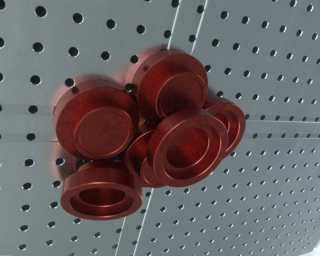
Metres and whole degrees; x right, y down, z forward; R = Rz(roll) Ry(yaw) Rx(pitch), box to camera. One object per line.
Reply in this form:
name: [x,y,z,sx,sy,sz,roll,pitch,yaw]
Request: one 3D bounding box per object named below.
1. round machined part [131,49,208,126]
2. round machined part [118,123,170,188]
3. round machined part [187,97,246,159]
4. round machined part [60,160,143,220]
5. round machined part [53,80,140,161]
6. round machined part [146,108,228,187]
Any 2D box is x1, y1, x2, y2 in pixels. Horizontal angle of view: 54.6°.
round machined part: [0.018,-0.043,0.382,0.099,0.042,0.097,-14,124,-21]
round machined part: [-0.004,0.043,0.423,0.099,0.042,0.097,-14,124,-21]
round machined part: [0.067,0.000,0.436,0.099,0.042,0.097,-14,124,-21]
round machined part: [-0.072,0.076,0.390,0.099,0.042,0.098,-4,140,-3]
round machined part: [-0.069,-0.002,0.360,0.099,0.042,0.097,-14,124,-21]
round machined part: [0.029,0.020,0.372,0.099,0.042,0.097,-14,124,-21]
